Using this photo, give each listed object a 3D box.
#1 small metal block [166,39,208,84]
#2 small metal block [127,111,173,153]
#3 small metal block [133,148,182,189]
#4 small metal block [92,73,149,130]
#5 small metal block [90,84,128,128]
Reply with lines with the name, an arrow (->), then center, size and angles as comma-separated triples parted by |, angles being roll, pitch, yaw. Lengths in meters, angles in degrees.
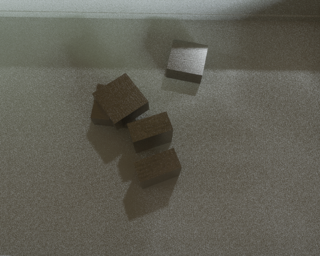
small metal block -> 0.039, -0.096, 0.445 | 0.050, 0.025, 0.050 | 12, 70, 4
small metal block -> -0.012, 0.007, 0.394 | 0.050, 0.050, 0.025 | -18, 71, -7
small metal block -> -0.003, 0.051, 0.378 | 0.050, 0.050, 0.025 | -19, 72, -7
small metal block -> -0.049, -0.034, 0.395 | 0.050, 0.025, 0.050 | -35, 74, -12
small metal block -> -0.062, -0.030, 0.420 | 0.050, 0.025, 0.050 | 6, 70, 2
